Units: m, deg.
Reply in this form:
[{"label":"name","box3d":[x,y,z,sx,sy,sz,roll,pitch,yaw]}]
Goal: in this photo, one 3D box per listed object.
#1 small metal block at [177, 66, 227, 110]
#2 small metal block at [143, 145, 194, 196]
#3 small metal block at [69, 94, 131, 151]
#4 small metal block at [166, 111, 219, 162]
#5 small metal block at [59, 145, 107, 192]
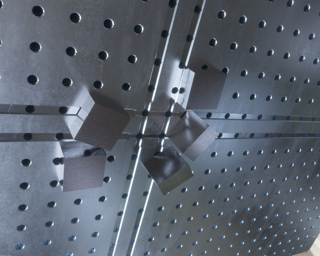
[{"label":"small metal block","box3d":[0.055,-0.053,0.411,0.050,0.025,0.050,-3,120,-28]},{"label":"small metal block","box3d":[0.011,0.059,0.440,0.050,0.050,0.025,-32,129,-8]},{"label":"small metal block","box3d":[-0.071,-0.005,0.370,0.050,0.025,0.050,23,106,-37]},{"label":"small metal block","box3d":[0.044,0.009,0.427,0.050,0.050,0.025,-47,130,5]},{"label":"small metal block","box3d":[-0.098,0.050,0.390,0.050,0.025,0.050,-3,120,-27]}]
